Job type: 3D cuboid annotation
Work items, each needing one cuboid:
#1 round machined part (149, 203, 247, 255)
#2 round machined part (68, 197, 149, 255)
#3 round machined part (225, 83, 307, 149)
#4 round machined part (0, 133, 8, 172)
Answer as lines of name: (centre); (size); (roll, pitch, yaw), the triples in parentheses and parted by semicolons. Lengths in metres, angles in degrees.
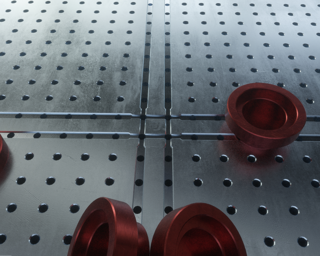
round machined part: (0.030, 0.120, 0.276); (0.099, 0.042, 0.098); (20, 54, -31)
round machined part: (-0.045, 0.115, 0.276); (0.042, 0.098, 0.098); (23, 43, -28)
round machined part: (0.135, -0.012, 0.408); (0.099, 0.042, 0.098); (0, 50, 0)
round machined part: (-0.241, 0.029, 0.369); (0.099, 0.042, 0.098); (0, 50, 0)
